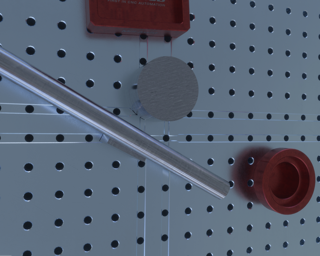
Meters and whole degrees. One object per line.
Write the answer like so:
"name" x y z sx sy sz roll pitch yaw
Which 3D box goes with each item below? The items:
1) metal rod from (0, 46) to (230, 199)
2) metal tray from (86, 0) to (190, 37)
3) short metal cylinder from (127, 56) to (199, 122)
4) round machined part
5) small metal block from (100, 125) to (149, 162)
"metal rod" -0.043 0.003 0.344 0.301 0.025 0.025 31 80 -18
"metal tray" -0.028 -0.169 0.400 0.131 0.030 0.089 -3 91 -20
"short metal cylinder" 0.002 -0.048 0.401 0.081 0.050 0.079 0 90 -20
"round machined part" 0.184 0.079 0.474 0.099 0.042 0.097 0 90 -21
"small metal block" -0.043 0.018 0.384 0.050 0.050 0.025 29 80 -18
